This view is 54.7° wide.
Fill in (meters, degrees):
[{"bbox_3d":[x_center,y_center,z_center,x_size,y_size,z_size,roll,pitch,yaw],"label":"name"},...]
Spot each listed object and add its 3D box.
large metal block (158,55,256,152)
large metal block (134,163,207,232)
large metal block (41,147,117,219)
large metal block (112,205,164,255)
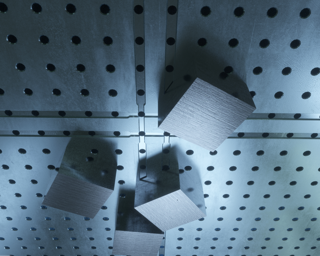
[{"bbox_3d":[0.053,-0.027,0.373,0.080,0.050,0.080,24,126,-20],"label":"large metal block"},{"bbox_3d":[0.017,0.112,0.491,0.080,0.050,0.080,-27,126,20],"label":"large metal block"},{"bbox_3d":[-0.120,0.084,0.465,0.080,0.050,0.080,23,126,-19],"label":"large metal block"},{"bbox_3d":[-0.040,0.185,0.553,0.081,0.050,0.079,7,130,-7],"label":"large metal block"}]
